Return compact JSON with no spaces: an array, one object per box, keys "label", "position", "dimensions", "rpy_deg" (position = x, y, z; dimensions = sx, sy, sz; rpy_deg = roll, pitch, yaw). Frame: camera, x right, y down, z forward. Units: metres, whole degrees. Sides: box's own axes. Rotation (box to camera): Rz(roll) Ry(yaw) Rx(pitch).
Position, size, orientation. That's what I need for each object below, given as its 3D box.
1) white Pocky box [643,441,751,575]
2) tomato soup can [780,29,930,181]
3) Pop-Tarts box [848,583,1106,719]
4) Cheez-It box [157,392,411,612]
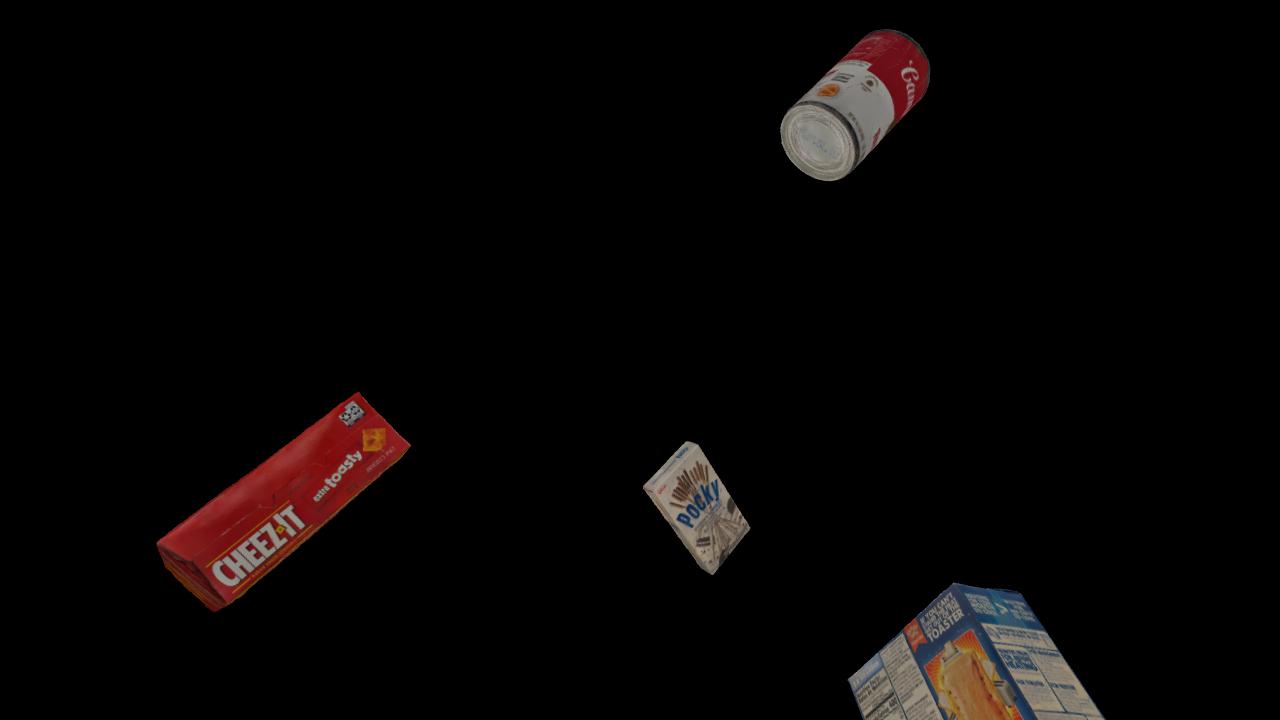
[{"label":"white Pocky box","position":[0.073,0.183,0.759],"dimensions":[0.084,0.154,0.028],"rpy_deg":[-43,26,-23]},{"label":"tomato soup can","position":[0.163,-0.193,0.469],"dimensions":[0.101,0.068,0.068],"rpy_deg":[-45,17,-18]},{"label":"Pop-Tarts box","position":[0.279,0.301,0.521],"dimensions":[0.083,0.167,0.141],"rpy_deg":[15,32,-18]},{"label":"Cheez-It box","position":[-0.310,0.128,0.533],"dimensions":[0.223,0.071,0.166],"rpy_deg":[-30,15,49]}]
